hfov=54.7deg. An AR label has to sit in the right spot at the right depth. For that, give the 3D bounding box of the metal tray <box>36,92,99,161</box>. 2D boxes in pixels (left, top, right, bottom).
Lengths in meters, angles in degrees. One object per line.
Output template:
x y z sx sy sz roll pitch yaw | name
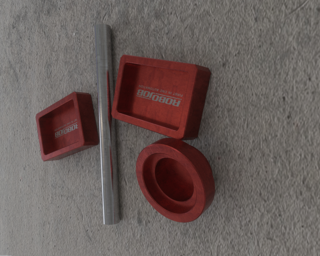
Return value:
-0.164 0.001 0.536 0.130 0.030 0.090 -20 77 38 | metal tray

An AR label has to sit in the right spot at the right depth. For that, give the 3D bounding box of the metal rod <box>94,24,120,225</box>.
-0.080 -0.007 0.471 0.025 0.025 0.298 -5 87 40 | metal rod

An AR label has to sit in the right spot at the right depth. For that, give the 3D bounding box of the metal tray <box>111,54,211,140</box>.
-0.004 -0.043 0.404 0.130 0.030 0.089 18 101 38 | metal tray

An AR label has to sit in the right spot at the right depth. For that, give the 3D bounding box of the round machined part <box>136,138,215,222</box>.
0.022 0.057 0.364 0.098 0.042 0.097 18 120 35 | round machined part
